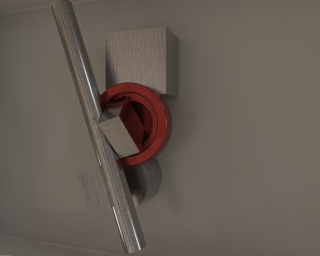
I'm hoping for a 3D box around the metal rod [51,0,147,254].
[{"bbox_3d":[-0.073,-0.007,0.359,0.025,0.025,0.299,-20,84,18],"label":"metal rod"}]

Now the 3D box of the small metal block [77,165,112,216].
[{"bbox_3d":[-0.078,0.073,0.366,0.025,0.050,0.050,-16,83,-14],"label":"small metal block"}]

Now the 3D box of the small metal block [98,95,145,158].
[{"bbox_3d":[-0.043,-0.002,0.359,0.025,0.050,0.050,-19,119,15],"label":"small metal block"}]

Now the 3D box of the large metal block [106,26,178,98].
[{"bbox_3d":[-0.022,-0.080,0.401,0.080,0.050,0.079,0,90,19],"label":"large metal block"}]

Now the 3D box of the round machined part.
[{"bbox_3d":[-0.032,-0.005,0.379,0.098,0.042,0.097,0,90,19],"label":"round machined part"}]

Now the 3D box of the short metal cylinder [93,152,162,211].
[{"bbox_3d":[-0.044,0.066,0.411,0.080,0.050,0.079,0,90,19],"label":"short metal cylinder"}]
